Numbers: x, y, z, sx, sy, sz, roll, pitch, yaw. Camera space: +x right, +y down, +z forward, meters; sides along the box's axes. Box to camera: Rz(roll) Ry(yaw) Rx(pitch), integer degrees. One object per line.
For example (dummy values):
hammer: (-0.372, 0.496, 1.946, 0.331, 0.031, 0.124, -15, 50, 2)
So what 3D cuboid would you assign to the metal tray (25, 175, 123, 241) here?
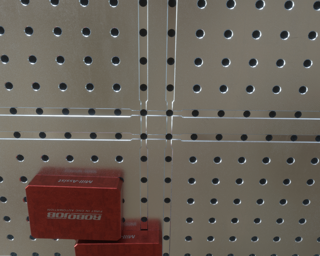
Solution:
metal tray: (-0.121, 0.117, 0.453, 0.131, 0.030, 0.089, 2, 110, -1)

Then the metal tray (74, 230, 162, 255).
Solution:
metal tray: (-0.062, 0.208, 0.487, 0.131, 0.030, 0.089, -1, 110, 0)
